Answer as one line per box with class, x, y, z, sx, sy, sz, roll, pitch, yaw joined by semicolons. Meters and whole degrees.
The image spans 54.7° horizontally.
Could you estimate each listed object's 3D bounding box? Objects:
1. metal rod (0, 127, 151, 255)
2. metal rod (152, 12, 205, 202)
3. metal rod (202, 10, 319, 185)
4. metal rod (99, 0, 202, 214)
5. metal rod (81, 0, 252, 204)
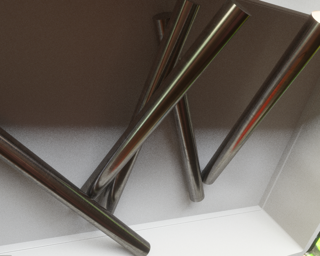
metal rod;-0.109;0.079;0.370;0.025;0.025;0.300;-41;121;0
metal rod;0.033;-0.004;0.423;0.025;0.025;0.298;-24;127;-14
metal rod;0.111;-0.008;0.388;0.025;0.025;0.298;-10;147;-23
metal rod;-0.024;-0.004;0.373;0.025;0.025;0.298;6;121;-31
metal rod;-0.016;-0.005;0.336;0.025;0.025;0.298;16;129;-35
